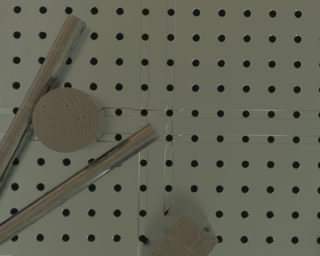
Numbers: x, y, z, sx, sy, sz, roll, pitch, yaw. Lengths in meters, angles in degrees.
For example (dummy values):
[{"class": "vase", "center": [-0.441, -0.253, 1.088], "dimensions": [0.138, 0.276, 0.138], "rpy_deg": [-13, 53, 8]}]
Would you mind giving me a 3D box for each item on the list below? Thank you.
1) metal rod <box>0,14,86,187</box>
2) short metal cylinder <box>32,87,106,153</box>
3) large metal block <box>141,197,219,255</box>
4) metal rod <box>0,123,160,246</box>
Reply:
[{"class": "metal rod", "center": [-0.179, -0.012, 0.411], "dimensions": [0.025, 0.025, 0.299], "rpy_deg": [28, 90, 0]}, {"class": "short metal cylinder", "center": [-0.114, -0.010, 0.400], "dimensions": [0.081, 0.050, 0.079], "rpy_deg": [0, 90, 0]}, {"class": "large metal block", "center": [0.021, 0.142, 0.386], "dimensions": [0.050, 0.080, 0.080], "rpy_deg": [39, 90, 0]}, {"class": "metal rod", "center": [-0.132, 0.087, 0.412], "dimensions": [0.301, 0.025, 0.025], "rpy_deg": [-34, 90, 0]}]
